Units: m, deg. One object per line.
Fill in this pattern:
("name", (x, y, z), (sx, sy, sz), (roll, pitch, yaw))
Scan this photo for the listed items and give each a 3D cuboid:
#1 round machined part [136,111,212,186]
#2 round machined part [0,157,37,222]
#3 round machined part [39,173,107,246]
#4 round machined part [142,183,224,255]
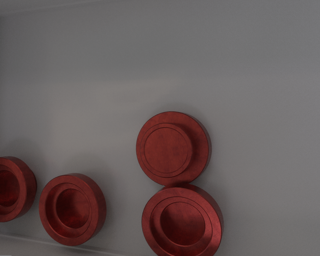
("round machined part", (0.014, 0.027, 0.397), (0.098, 0.042, 0.097), (0, 90, 20))
("round machined part", (-0.234, 0.092, 0.483), (0.098, 0.042, 0.097), (0, 90, 17))
("round machined part", (-0.119, 0.113, 0.444), (0.098, 0.042, 0.097), (0, 90, 20))
("round machined part", (0.030, 0.116, 0.387), (0.098, 0.042, 0.097), (2, 97, 18))
